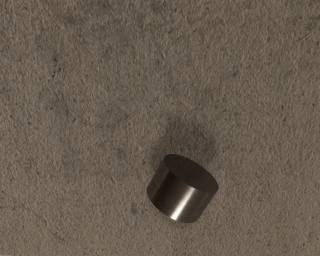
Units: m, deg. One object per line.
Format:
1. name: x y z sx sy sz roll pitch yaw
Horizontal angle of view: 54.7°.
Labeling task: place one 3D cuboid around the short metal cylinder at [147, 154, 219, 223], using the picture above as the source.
1. short metal cylinder: 0.030 0.078 0.410 0.080 0.080 0.050 26 108 -10
